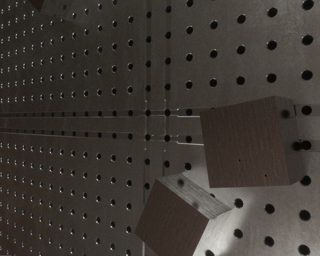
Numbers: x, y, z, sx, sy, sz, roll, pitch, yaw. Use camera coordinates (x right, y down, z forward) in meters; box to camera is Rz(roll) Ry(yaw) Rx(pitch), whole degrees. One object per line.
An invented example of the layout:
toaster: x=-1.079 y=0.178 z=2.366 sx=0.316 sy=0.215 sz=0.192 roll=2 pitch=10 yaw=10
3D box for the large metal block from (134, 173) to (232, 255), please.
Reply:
large metal block: x=0.026 y=0.112 z=0.370 sx=0.080 sy=0.050 sz=0.079 roll=32 pitch=110 yaw=35

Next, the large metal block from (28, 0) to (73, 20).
large metal block: x=-0.193 y=-0.252 z=0.549 sx=0.080 sy=0.050 sz=0.080 roll=45 pitch=117 yaw=30

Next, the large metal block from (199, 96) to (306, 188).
large metal block: x=0.093 y=0.016 z=0.315 sx=0.080 sy=0.050 sz=0.080 roll=-11 pitch=83 yaw=39
